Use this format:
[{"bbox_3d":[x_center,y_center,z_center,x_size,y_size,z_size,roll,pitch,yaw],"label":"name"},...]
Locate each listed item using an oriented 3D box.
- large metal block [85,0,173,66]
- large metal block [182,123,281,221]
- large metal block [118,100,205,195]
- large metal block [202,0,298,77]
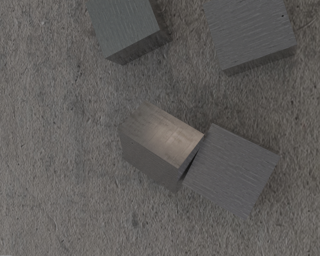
[{"bbox_3d":[-0.040,-0.140,0.410,0.080,0.050,0.080,-22,83,18],"label":"large metal block"},{"bbox_3d":[0.085,0.047,0.366,0.080,0.050,0.080,28,99,17],"label":"large metal block"},{"bbox_3d":[0.001,0.025,0.371,0.080,0.080,0.050,32,64,18],"label":"large metal block"},{"bbox_3d":[0.104,-0.113,0.359,0.080,0.050,0.080,-17,84,19],"label":"large metal block"}]
